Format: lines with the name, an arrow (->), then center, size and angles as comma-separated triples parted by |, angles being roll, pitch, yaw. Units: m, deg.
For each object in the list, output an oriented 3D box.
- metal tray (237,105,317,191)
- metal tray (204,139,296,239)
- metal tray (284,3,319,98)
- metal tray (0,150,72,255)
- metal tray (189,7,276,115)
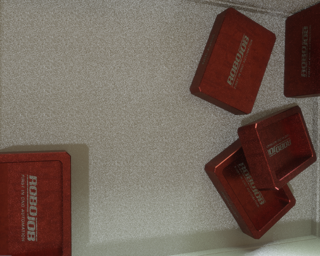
metal tray -> 0.172, 0.025, 0.444 | 0.131, 0.030, 0.090 | -18, 90, -40
metal tray -> 0.136, 0.085, 0.459 | 0.090, 0.030, 0.130 | -36, 102, -17
metal tray -> 0.230, -0.113, 0.462 | 0.030, 0.090, 0.129 | 2, 90, -20
metal tray -> -0.149, 0.092, 0.353 | 0.091, 0.030, 0.129 | 0, 90, -21
metal tray -> 0.107, -0.094, 0.449 | 0.091, 0.030, 0.130 | 23, 82, -19
